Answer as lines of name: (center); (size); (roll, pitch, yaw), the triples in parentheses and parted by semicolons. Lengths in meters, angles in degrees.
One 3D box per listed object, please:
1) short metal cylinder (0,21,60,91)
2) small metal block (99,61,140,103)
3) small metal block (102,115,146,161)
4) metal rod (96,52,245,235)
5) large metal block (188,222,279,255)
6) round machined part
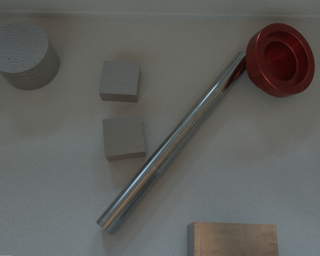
short metal cylinder: (-0.188, -0.099, 0.430); (0.081, 0.050, 0.080); (0, 70, 0)
small metal block: (-0.055, -0.065, 0.433); (0.050, 0.025, 0.050); (4, 70, 1)
small metal block: (-0.046, 0.013, 0.404); (0.050, 0.025, 0.050); (-7, 70, -3)
metal rod: (0.028, 0.009, 0.406); (0.025, 0.025, 0.301); (37, 74, 12)
large metal block: (0.073, 0.130, 0.334); (0.081, 0.080, 0.050); (2, 70, 0)
round machined part: (0.158, -0.088, 0.423); (0.099, 0.042, 0.097); (4, 79, -21)
